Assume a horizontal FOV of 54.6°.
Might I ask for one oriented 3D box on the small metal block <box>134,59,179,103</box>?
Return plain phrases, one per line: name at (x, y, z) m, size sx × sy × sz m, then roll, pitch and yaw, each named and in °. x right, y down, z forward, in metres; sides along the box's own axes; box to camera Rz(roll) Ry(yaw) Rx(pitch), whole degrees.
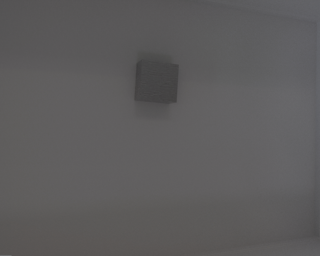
small metal block at (-0.005, -0.060, 0.408) m, size 0.050 × 0.025 × 0.050 m, roll 4°, pitch 89°, yaw -20°
